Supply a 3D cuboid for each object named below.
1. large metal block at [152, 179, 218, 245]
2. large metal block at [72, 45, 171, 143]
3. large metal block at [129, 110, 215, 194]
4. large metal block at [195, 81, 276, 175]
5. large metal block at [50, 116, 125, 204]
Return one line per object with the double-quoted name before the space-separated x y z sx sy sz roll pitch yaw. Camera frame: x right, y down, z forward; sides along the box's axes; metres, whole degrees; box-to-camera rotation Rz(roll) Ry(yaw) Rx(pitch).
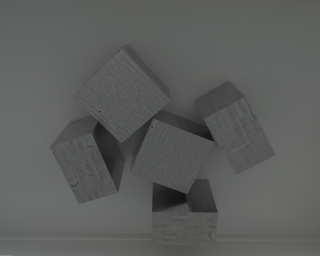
"large metal block" 0.030 0.112 0.423 0.081 0.080 0.050 1 110 -1
"large metal block" -0.044 -0.043 0.380 0.080 0.050 0.080 -40 106 13
"large metal block" 0.014 0.029 0.407 0.080 0.050 0.079 21 109 -8
"large metal block" 0.089 -0.003 0.380 0.050 0.080 0.080 -29 108 10
"large metal block" -0.086 0.035 0.392 0.050 0.080 0.080 -18 109 6
